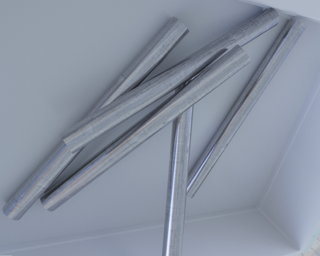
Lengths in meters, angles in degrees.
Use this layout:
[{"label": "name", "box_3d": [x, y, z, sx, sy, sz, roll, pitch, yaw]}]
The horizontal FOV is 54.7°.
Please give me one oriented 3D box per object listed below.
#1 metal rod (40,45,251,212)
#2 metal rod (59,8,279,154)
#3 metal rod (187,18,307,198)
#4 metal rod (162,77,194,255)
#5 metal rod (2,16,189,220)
[{"label": "metal rod", "box_3d": [-0.023, 0.005, 0.372, 0.300, 0.025, 0.025, -37, 130, 7]}, {"label": "metal rod", "box_3d": [0.024, -0.064, 0.361, 0.302, 0.025, 0.025, -34, 130, -16]}, {"label": "metal rod", "box_3d": [0.116, -0.020, 0.462, 0.025, 0.025, 0.298, 20, 108, -36]}, {"label": "metal rod", "box_3d": [0.021, 0.080, 0.393, 0.025, 0.025, 0.298, 3, 92, -30]}, {"label": "metal rod", "box_3d": [-0.078, -0.007, 0.362, 0.300, 0.025, 0.025, -47, 130, 5]}]
